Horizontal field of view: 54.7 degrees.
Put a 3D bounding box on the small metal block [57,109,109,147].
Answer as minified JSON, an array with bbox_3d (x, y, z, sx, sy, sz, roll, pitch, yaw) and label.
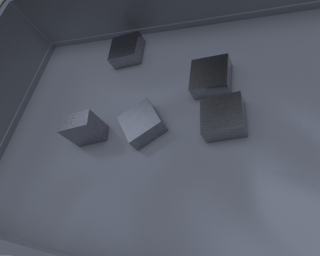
[{"bbox_3d":[-0.109,0.001,0.444,0.050,0.050,0.025,-13,57,21],"label":"small metal block"}]

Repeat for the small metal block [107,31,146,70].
[{"bbox_3d":[-0.055,-0.128,0.511,0.050,0.025,0.050,-7,59,24],"label":"small metal block"}]

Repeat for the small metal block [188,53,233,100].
[{"bbox_3d":[0.068,-0.067,0.411,0.050,0.025,0.050,-5,59,25],"label":"small metal block"}]

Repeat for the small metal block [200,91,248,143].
[{"bbox_3d":[0.076,-0.013,0.373,0.050,0.025,0.050,-10,57,22],"label":"small metal block"}]

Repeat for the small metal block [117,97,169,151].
[{"bbox_3d":[-0.024,-0.006,0.420,0.050,0.025,0.050,-34,52,5],"label":"small metal block"}]
